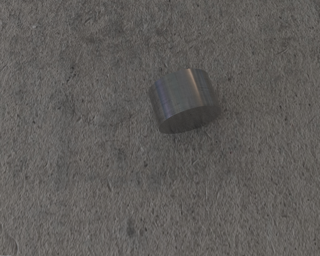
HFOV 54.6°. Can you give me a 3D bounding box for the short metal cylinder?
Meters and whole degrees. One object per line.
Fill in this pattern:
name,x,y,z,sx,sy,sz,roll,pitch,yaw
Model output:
short metal cylinder,0.030,-0.031,0.391,0.080,0.080,0.050,-15,71,-5
